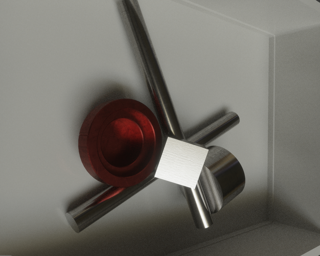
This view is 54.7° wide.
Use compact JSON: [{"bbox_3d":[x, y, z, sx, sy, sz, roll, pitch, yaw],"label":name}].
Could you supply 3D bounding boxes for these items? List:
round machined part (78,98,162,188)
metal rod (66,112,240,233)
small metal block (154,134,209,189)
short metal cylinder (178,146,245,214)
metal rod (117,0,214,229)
[{"bbox_3d":[-0.048,0.016,0.355,0.099,0.042,0.097,0,90,-40],"label":"round machined part"},{"bbox_3d":[0.014,0.043,0.418,0.302,0.025,0.025,-29,108,-37],"label":"metal rod"},{"bbox_3d":[0.025,0.040,0.374,0.050,0.025,0.050,18,95,-6],"label":"small metal block"},{"bbox_3d":[0.069,0.071,0.430,0.050,0.080,0.080,-25,106,-38],"label":"short metal cylinder"},{"bbox_3d":[0.010,-0.013,0.392,0.025,0.025,0.298,-25,99,-38],"label":"metal rod"}]
